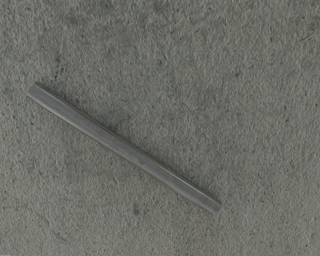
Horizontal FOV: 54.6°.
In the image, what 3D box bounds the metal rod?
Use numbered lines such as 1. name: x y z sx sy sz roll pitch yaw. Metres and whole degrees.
1. metal rod: -0.039 0.034 0.421 0.301 0.025 0.025 34 107 -12
